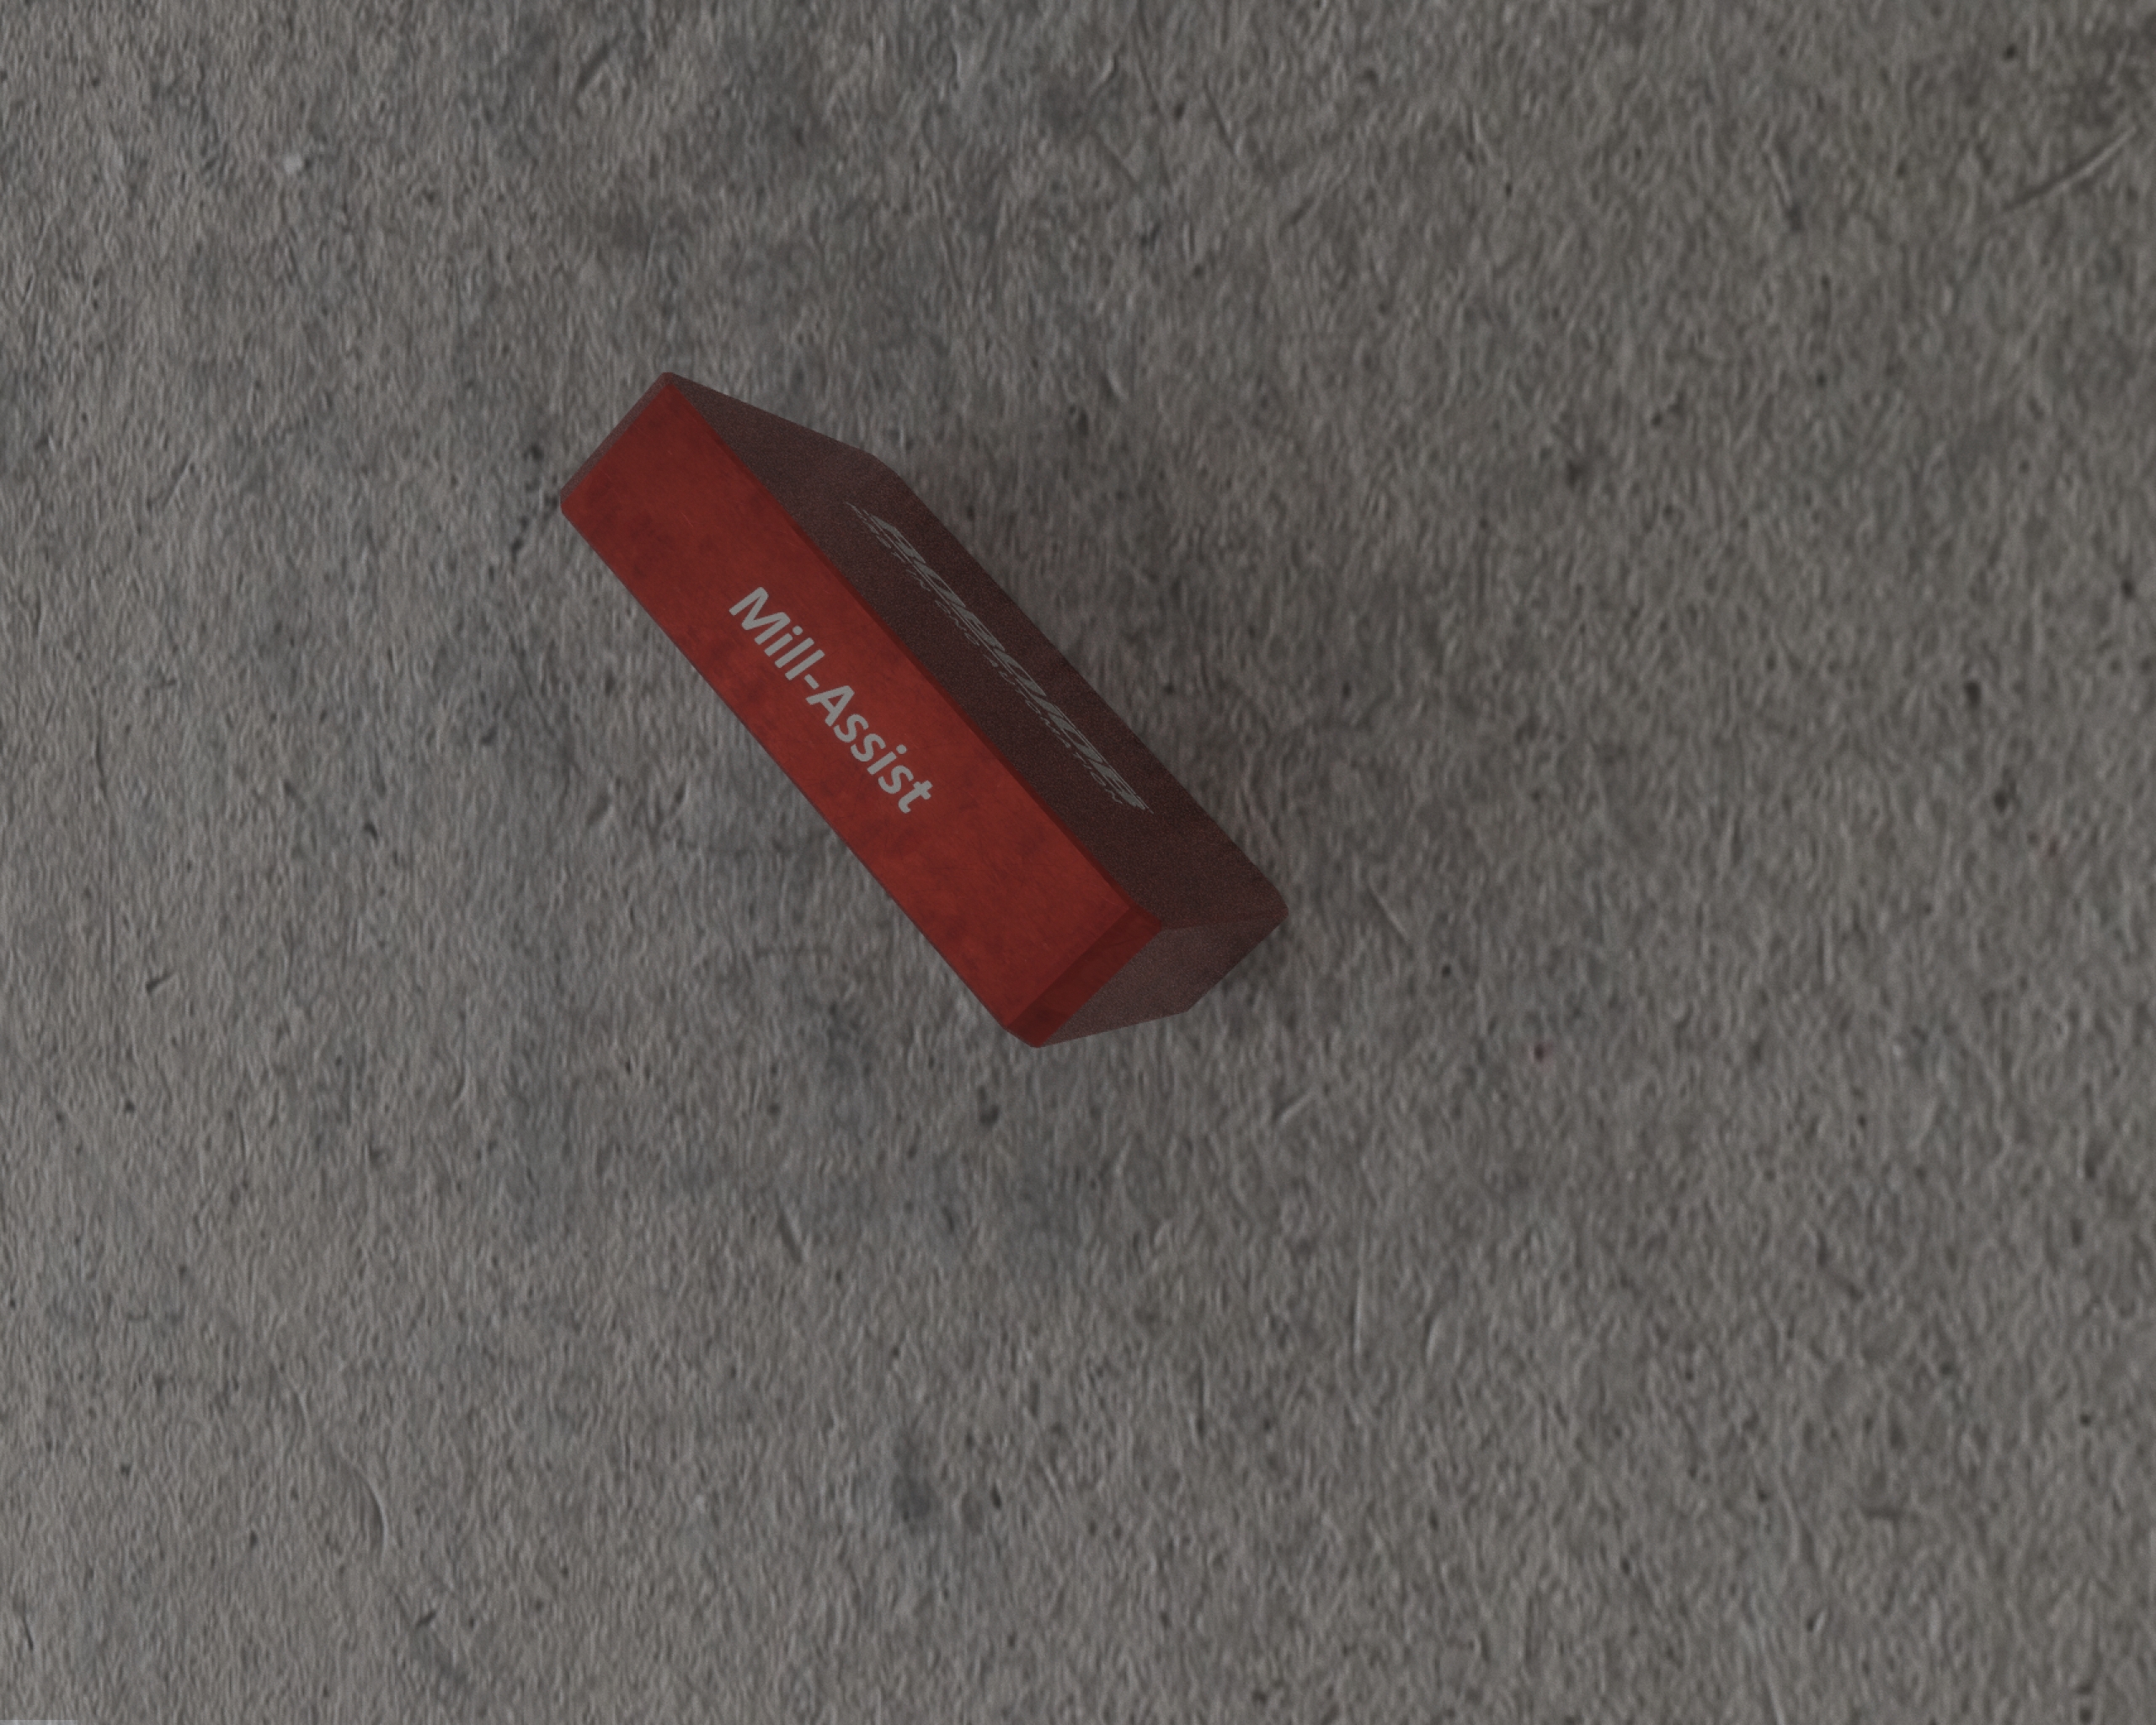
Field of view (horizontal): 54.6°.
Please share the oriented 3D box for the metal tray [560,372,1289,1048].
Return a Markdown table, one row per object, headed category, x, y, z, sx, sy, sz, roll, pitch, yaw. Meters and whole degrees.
| category | x | y | z | sx | sy | sz | roll | pitch | yaw |
| --- | --- | --- | --- | --- | --- | --- | --- | --- | --- |
| metal tray | -0.025 | -0.027 | 0.383 | 0.030 | 0.090 | 0.130 | -45 | 76 | 15 |
